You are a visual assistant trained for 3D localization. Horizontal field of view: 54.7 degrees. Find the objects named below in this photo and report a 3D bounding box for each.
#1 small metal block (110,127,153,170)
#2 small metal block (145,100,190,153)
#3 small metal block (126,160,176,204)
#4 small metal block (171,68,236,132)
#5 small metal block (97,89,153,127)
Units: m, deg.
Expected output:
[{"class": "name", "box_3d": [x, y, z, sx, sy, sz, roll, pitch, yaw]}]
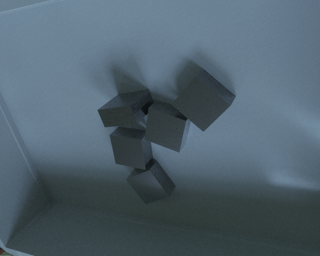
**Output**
[{"class": "small metal block", "box_3d": [-0.040, 0.029, 0.446, 0.050, 0.025, 0.050, 8, 122, 24]}, {"class": "small metal block", "box_3d": [0.011, -0.003, 0.400, 0.050, 0.025, 0.050, 20, 126, 16]}, {"class": "small metal block", "box_3d": [-0.014, 0.082, 0.465, 0.050, 0.025, 0.050, -27, 104, 37]}, {"class": "small metal block", "box_3d": [0.050, -0.032, 0.361, 0.050, 0.025, 0.050, 41, 129, 0]}, {"class": "small metal block", "box_3d": [-0.042, -0.025, 0.398, 0.050, 0.050, 0.025, -5, 116, 30]}]
